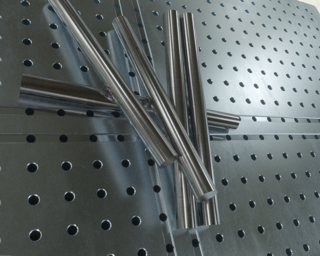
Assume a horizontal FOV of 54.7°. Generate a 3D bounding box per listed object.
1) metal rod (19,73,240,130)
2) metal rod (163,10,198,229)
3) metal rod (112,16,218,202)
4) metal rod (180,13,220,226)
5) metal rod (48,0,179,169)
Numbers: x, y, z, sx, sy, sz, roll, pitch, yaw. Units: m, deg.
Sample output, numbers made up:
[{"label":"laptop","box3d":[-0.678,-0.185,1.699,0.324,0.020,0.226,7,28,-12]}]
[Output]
[{"label":"metal rod","box3d":[-0.022,-0.030,0.415,0.302,0.025,0.025,9,58,-24]},{"label":"metal rod","box3d":[0.024,-0.025,0.406,0.025,0.025,0.299,7,68,-25]},{"label":"metal rod","box3d":[-0.006,-0.045,0.400,0.025,0.025,0.299,-5,54,-31]},{"label":"metal rod","box3d":[0.050,-0.025,0.419,0.025,0.025,0.299,5,69,-26]},{"label":"metal rod","box3d":[-0.071,-0.077,0.391,0.025,0.025,0.299,-19,64,-36]}]
